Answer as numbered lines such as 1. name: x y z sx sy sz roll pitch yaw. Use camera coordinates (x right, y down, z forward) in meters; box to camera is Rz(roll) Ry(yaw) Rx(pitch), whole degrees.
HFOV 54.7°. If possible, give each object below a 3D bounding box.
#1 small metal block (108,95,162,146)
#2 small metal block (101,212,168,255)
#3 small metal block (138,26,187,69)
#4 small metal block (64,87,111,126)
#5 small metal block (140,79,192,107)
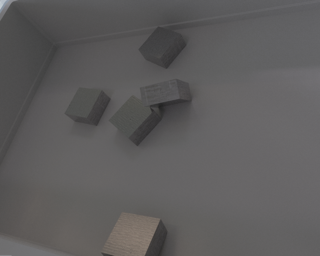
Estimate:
1. small metal block: -0.035 -0.011 0.431 0.050 0.025 0.050 -48 51 -6
2. small metal block: -0.027 0.123 0.335 0.050 0.025 0.050 1 42 28
3. small metal block: 0.004 -0.125 0.481 0.050 0.025 0.050 32 80 38
4. small metal block: -0.114 -0.034 0.487 0.050 0.025 0.050 11 67 32
5. small metal block: 0.009 -0.044 0.409 0.050 0.050 0.025 -10 88 22
